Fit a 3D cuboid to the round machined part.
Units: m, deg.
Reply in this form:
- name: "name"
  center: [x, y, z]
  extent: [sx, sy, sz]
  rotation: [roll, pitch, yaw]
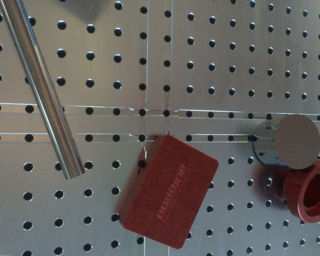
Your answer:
- name: "round machined part"
  center: [0.232, 0.094, 0.484]
  extent: [0.099, 0.042, 0.097]
  rotation: [-7, 105, -27]

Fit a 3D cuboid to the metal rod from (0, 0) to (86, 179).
- name: "metal rod"
  center: [-0.149, -0.083, 0.357]
  extent: [0.025, 0.025, 0.298]
  rotation: [-21, 97, -19]

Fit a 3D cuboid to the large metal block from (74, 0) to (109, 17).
- name: "large metal block"
  center: [-0.084, -0.196, 0.368]
  extent: [0.080, 0.050, 0.080]
  rotation: [34, 79, -17]

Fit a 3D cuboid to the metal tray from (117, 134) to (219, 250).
- name: "metal tray"
  center: [0.013, 0.084, 0.416]
  extent: [0.090, 0.030, 0.130]
  rotation: [29, 80, -18]

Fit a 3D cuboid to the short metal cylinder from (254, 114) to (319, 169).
- name: "short metal cylinder"
  center: [0.191, 0.021, 0.468]
  extent: [0.081, 0.050, 0.080]
  rotation: [2, 85, -17]
